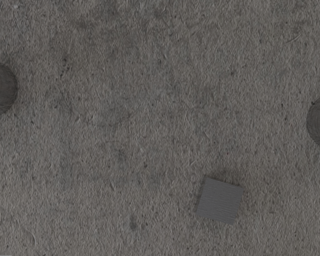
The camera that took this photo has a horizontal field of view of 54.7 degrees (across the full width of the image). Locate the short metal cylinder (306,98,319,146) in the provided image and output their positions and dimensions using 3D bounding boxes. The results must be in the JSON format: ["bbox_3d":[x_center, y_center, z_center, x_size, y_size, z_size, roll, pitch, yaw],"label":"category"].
[{"bbox_3d":[0.241,-0.008,0.399,0.081,0.050,0.079,0,90,0],"label":"short metal cylinder"}]

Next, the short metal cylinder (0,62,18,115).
[{"bbox_3d":[-0.234,-0.053,0.395,0.081,0.050,0.079,0,90,0],"label":"short metal cylinder"}]

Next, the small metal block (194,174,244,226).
[{"bbox_3d":[0.077,0.094,0.411,0.050,0.025,0.050,17,90,0],"label":"small metal block"}]
